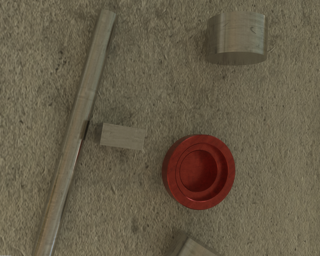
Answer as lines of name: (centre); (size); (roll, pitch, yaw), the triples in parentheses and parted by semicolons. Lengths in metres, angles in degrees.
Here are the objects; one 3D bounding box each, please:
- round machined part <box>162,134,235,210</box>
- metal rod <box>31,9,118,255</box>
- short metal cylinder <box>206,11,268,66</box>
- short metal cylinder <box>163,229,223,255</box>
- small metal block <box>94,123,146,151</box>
round machined part: (0.048, 0.057, 0.418); (0.099, 0.042, 0.097); (0, 90, -20)
metal rod: (-0.100, 0.003, 0.371); (0.025, 0.025, 0.299); (16, 85, -20)
short metal cylinder: (0.103, -0.118, 0.418); (0.081, 0.080, 0.050); (3, 89, -20)
short metal cylinder: (0.046, 0.174, 0.397); (0.080, 0.080, 0.050); (35, 79, -17)
small metal block: (-0.050, 0.010, 0.377); (0.050, 0.050, 0.025); (10, 87, -20)
